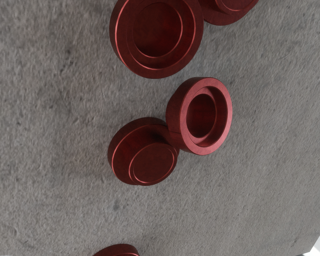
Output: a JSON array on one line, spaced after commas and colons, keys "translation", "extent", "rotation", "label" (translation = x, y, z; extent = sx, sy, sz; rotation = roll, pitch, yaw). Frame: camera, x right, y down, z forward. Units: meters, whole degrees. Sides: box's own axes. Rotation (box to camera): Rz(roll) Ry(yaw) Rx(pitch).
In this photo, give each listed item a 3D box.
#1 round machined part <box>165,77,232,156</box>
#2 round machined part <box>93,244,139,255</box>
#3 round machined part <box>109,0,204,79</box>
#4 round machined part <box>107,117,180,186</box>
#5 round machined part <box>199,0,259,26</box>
[{"translation": [0.046, -0.016, 0.398], "extent": [0.099, 0.042, 0.097], "rotation": [-9, 103, -40], "label": "round machined part"}, {"translation": [-0.074, 0.241, 0.506], "extent": [0.099, 0.042, 0.097], "rotation": [-14, 125, -21], "label": "round machined part"}, {"translation": [-0.006, -0.105, 0.328], "extent": [0.099, 0.042, 0.097], "rotation": [-14, 125, -21], "label": "round machined part"}, {"translation": [-0.016, 0.038, 0.412], "extent": [0.099, 0.042, 0.097], "rotation": [-14, 125, -21], "label": "round machined part"}, {"translation": [0.077, -0.162, 0.339], "extent": [0.099, 0.042, 0.097], "rotation": [-14, 125, -21], "label": "round machined part"}]
